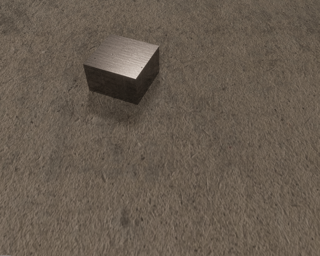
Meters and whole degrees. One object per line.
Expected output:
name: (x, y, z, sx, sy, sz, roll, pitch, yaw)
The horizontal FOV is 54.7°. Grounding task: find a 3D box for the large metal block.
large metal block: (-0.054, -0.089, 0.461, 0.080, 0.050, 0.080, 18, 52, 14)
